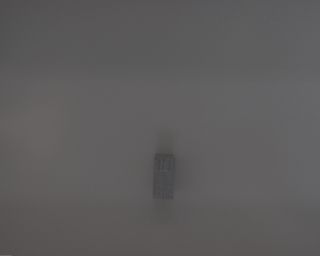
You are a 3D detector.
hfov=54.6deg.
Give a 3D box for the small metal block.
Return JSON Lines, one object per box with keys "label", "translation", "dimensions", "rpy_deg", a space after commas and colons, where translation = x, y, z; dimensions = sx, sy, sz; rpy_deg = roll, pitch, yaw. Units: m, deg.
{"label": "small metal block", "translation": [0.005, 0.061, 0.399], "dimensions": [0.025, 0.050, 0.050], "rpy_deg": [3, 90, 0]}
